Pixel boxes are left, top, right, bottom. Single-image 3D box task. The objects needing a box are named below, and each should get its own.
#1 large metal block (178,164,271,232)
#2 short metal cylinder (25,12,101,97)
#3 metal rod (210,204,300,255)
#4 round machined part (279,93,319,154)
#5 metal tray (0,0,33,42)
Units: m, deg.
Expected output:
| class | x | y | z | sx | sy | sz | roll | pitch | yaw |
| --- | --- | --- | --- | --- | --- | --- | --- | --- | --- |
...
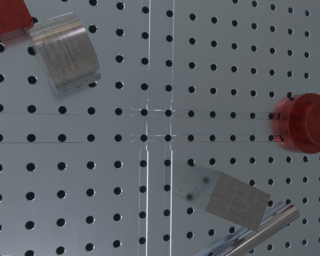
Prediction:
| class | x | y | z | sx | sy | sz | roll | pitch | yaw |
| --- | --- | --- | --- | --- | --- | --- | --- | --- | --- |
| large metal block | 0.083 | 0.091 | 0.414 | 0.080 | 0.080 | 0.050 | 26 | 82 | -18 |
| short metal cylinder | -0.107 | -0.081 | 0.344 | 0.050 | 0.080 | 0.080 | -27 | 99 | -18 |
| metal rod | 0.082 | 0.193 | 0.443 | 0.302 | 0.025 | 0.025 | -26 | 99 | -18 |
| round machined part | 0.244 | -0.007 | 0.493 | 0.099 | 0.042 | 0.097 | 0 | 90 | -20 |
| metal tray | -0.218 | -0.129 | 0.329 | 0.131 | 0.030 | 0.090 | -26 | 99 | -18 |
